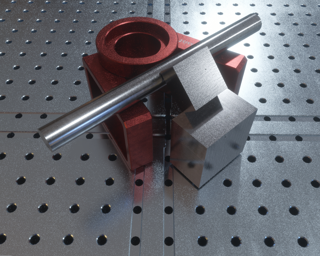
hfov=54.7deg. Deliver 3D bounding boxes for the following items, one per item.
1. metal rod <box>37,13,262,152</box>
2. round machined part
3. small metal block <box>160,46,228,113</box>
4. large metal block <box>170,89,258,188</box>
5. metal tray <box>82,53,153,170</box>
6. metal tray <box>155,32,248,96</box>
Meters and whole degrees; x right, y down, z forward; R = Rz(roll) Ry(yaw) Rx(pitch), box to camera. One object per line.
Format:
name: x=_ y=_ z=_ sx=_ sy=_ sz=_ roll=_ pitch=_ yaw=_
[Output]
metal rod: x=0.010 y=-0.064 z=0.344 sx=0.302 sy=0.025 sz=0.025 roll=-33 pitch=58 yaw=-25
round machined part: x=-0.027 y=-0.094 z=0.385 sx=0.099 sy=0.042 sz=0.098 roll=0 pitch=50 yaw=0
small metal block: x=0.037 y=-0.051 z=0.328 sx=0.050 sy=0.050 sz=0.025 roll=-35 pitch=14 yaw=-26
large metal block: x=0.059 y=0.010 z=0.360 sx=0.080 sy=0.080 sz=0.050 roll=-34 pitch=58 yaw=-25
metal tray: x=-0.053 y=-0.023 z=0.384 sx=0.030 sy=0.089 sz=0.130 roll=-23 pitch=54 yaw=-18
metal tray: x=0.046 y=-0.076 z=0.429 sx=0.130 sy=0.089 sz=0.030 roll=25 pitch=55 yaw=19
